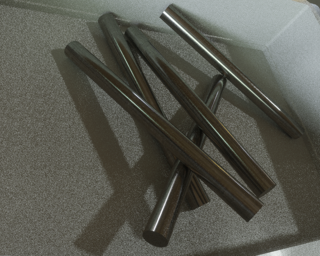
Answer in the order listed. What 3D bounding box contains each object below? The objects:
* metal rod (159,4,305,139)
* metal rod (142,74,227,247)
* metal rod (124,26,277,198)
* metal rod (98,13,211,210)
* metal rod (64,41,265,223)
[{"bbox_3d":[0.121,-0.084,0.497,0.300,0.025,0.025,39,51,-11],"label":"metal rod"},{"bbox_3d":[0.046,0.013,0.394,0.025,0.025,0.301,35,43,-5],"label":"metal rod"},{"bbox_3d":[0.036,-0.038,0.402,0.025,0.025,0.300,-16,56,-34],"label":"metal rod"},{"bbox_3d":[-0.015,-0.033,0.417,0.025,0.025,0.299,-15,70,-34],"label":"metal rod"},{"bbox_3d":[-0.010,-0.010,0.356,0.300,0.025,0.025,42,49,20],"label":"metal rod"}]
